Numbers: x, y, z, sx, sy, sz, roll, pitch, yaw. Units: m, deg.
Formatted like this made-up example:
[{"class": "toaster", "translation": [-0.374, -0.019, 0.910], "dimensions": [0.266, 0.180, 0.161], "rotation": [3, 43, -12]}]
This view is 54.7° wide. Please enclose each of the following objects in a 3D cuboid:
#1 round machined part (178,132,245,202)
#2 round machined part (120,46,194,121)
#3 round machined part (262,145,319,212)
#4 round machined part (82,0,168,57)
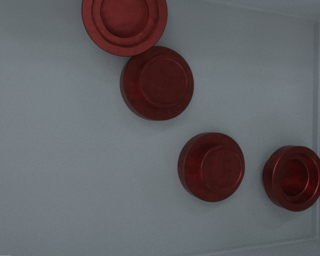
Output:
[{"class": "round machined part", "translation": [0.078, 0.055, 0.432], "dimensions": [0.099, 0.042, 0.097], "rotation": [0, 90, -21]}, {"class": "round machined part", "translation": [0.001, -0.058, 0.403], "dimensions": [0.099, 0.042, 0.097], "rotation": [0, 90, -21]}, {"class": "round machined part", "translation": [0.199, 0.075, 0.477], "dimensions": [0.099, 0.042, 0.097], "rotation": [0, 90, -21]}, {"class": "round machined part", "translation": [-0.043, -0.139, 0.373], "dimensions": [0.099, 0.042, 0.097], "rotation": [-5, 116, -11]}]
